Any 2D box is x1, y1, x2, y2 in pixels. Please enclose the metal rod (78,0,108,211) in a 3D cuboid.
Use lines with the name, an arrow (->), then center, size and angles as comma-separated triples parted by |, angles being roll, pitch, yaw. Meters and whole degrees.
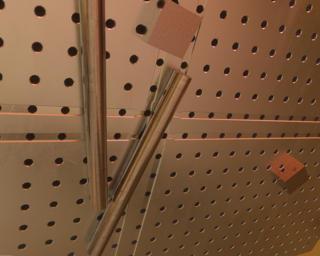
metal rod -> -0.074, -0.023, 0.356 | 0.025, 0.025, 0.298 | -10, 123, -23

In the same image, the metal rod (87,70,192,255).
metal rod -> -0.035, 0.060, 0.428 | 0.025, 0.025, 0.298 | 15, 111, -34

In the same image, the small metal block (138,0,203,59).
small metal block -> 0.012, -0.112, 0.348 | 0.050, 0.025, 0.050 | 15, 111, -34

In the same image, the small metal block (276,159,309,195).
small metal block -> 0.263, 0.097, 0.615 | 0.050, 0.025, 0.050 | -38, 129, -3
